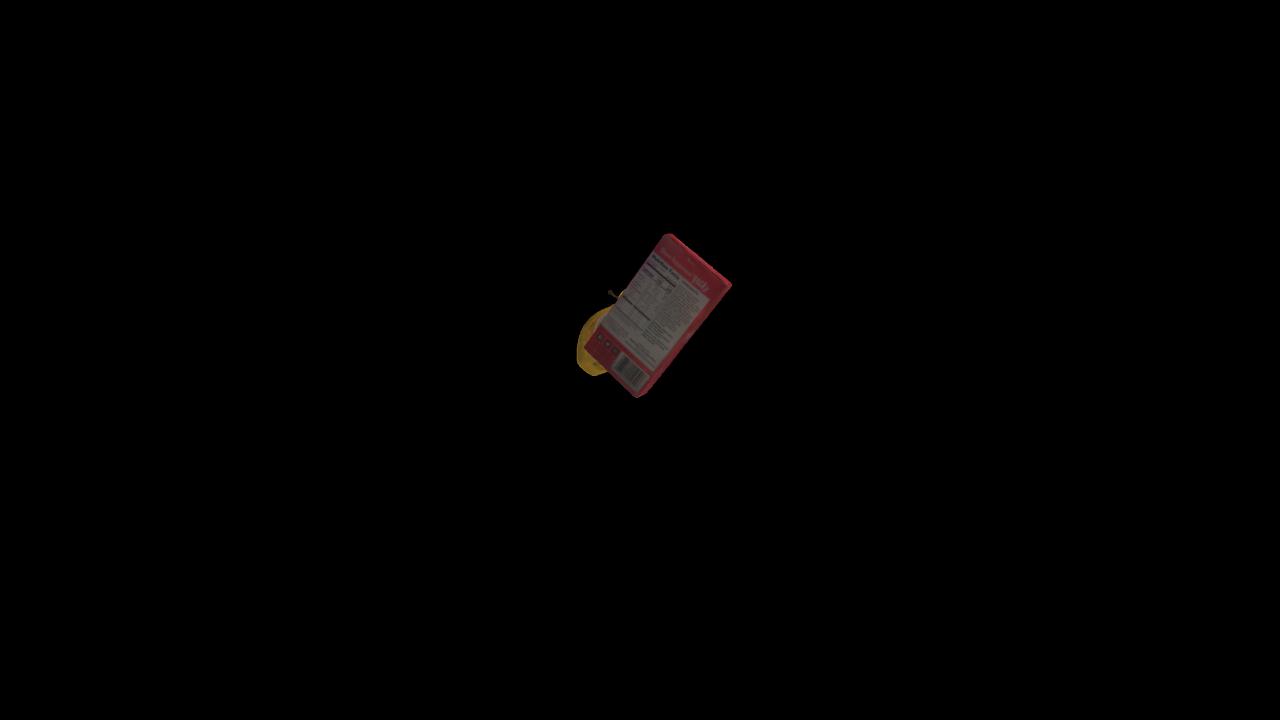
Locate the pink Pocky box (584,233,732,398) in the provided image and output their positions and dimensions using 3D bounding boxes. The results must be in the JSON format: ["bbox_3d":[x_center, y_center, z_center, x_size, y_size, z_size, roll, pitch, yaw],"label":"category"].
[{"bbox_3d":[0.016,-0.044,0.639,0.084,0.155,0.029,42,21,14],"label":"pink Pocky box"}]

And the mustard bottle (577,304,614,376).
[{"bbox_3d":[0.006,-0.043,0.686,0.184,0.092,0.054,-21,-57,44],"label":"mustard bottle"}]

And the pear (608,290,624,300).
[{"bbox_3d":[0.010,-0.061,0.712,0.111,0.080,0.080,3,1,20],"label":"pear"}]
